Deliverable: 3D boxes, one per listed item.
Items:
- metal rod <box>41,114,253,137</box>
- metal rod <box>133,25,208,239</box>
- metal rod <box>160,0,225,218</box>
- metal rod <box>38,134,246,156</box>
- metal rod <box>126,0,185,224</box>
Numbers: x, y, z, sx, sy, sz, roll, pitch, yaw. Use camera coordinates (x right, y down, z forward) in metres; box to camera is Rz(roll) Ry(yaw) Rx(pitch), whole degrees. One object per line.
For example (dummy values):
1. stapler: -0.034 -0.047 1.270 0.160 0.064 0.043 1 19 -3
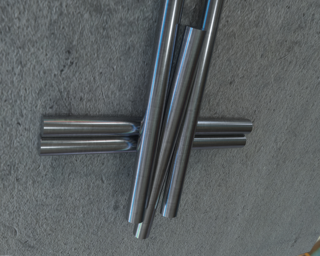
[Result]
1. metal rod: 0.004 -0.002 0.411 0.303 0.025 0.025 0 119 -29
2. metal rod: 0.006 0.023 0.394 0.025 0.025 0.298 0 118 -29
3. metal rod: 0.038 -0.020 0.390 0.025 0.025 0.298 0 110 -29
4. metal rod: -0.003 0.019 0.421 0.303 0.025 0.025 0 119 -29
5. metal rod: -0.008 -0.020 0.366 0.025 0.025 0.298 0 110 -29
